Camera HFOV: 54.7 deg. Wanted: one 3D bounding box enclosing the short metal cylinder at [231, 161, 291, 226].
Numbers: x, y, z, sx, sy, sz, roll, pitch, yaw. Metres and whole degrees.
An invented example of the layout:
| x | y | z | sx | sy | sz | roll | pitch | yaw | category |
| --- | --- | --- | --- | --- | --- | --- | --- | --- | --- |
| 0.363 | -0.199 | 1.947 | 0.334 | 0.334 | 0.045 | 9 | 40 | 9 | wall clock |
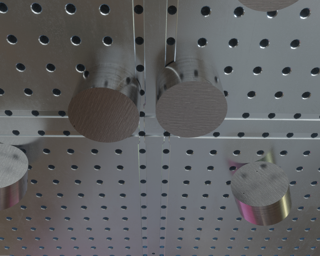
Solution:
| x | y | z | sx | sy | sz | roll | pitch | yaw | category |
| --- | --- | --- | --- | --- | --- | --- | --- | --- | --- |
| 0.150 | 0.096 | 0.460 | 0.080 | 0.080 | 0.050 | -15 | 129 | 12 | short metal cylinder |

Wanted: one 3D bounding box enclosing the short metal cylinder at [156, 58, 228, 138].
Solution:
| x | y | z | sx | sy | sz | roll | pitch | yaw | category |
| --- | --- | --- | --- | --- | --- | --- | --- | --- | --- |
| 0.035 | -0.035 | 0.366 | 0.081 | 0.050 | 0.079 | -1 | 130 | 0 | short metal cylinder |

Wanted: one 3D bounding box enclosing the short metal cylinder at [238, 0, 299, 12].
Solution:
| x | y | z | sx | sy | sz | roll | pitch | yaw | category |
| --- | --- | --- | --- | --- | --- | --- | --- | --- | --- |
| 0.094 | -0.150 | 0.269 | 0.081 | 0.050 | 0.079 | 0 | 130 | 0 | short metal cylinder |

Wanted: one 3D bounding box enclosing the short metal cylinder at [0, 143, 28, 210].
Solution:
| x | y | z | sx | sy | sz | roll | pitch | yaw | category |
| --- | --- | --- | --- | --- | --- | --- | --- | --- | --- |
| -0.227 | 0.067 | 0.429 | 0.081 | 0.080 | 0.050 | 13 | 129 | -11 | short metal cylinder |

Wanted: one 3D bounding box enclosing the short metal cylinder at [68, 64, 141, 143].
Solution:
| x | y | z | sx | sy | sz | roll | pitch | yaw | category |
| --- | --- | --- | --- | --- | --- | --- | --- | --- | --- |
| -0.064 | -0.029 | 0.370 | 0.081 | 0.050 | 0.079 | 0 | 130 | 0 | short metal cylinder |
